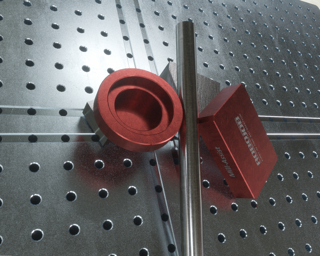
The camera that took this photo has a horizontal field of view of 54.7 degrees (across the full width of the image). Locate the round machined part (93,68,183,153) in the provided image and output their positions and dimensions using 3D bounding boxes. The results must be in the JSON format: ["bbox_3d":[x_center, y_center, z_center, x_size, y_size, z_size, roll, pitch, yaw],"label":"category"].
[{"bbox_3d":[-0.027,-0.016,0.353,0.099,0.042,0.098,11,58,-19],"label":"round machined part"}]

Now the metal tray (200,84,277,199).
[{"bbox_3d":[0.106,0.018,0.414,0.090,0.030,0.130,-45,113,-38],"label":"metal tray"}]

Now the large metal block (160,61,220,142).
[{"bbox_3d":[0.034,-0.033,0.427,0.080,0.050,0.080,21,54,-16],"label":"large metal block"}]

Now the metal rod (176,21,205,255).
[{"bbox_3d":[0.034,0.015,0.362,0.025,0.025,0.299,6,75,-25],"label":"metal rod"}]

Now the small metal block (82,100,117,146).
[{"bbox_3d":[-0.058,-0.013,0.381,0.050,0.025,0.050,-25,75,-37],"label":"small metal block"}]
